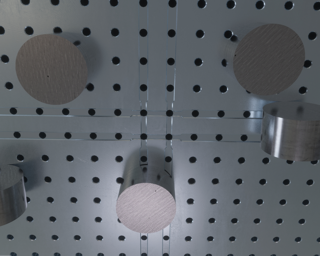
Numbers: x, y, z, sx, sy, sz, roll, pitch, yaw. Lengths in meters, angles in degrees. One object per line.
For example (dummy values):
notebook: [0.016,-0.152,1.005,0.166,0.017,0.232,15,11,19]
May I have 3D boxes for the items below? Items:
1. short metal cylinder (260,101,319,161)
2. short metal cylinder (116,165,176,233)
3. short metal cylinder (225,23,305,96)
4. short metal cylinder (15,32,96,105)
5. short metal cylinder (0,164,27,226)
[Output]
short metal cylinder: [0.168,0.001,0.386,0.080,0.080,0.050,-2,110,0]
short metal cylinder: [-0.019,0.099,0.436,0.081,0.050,0.079,0,110,0]
short metal cylinder: [0.122,-0.084,0.370,0.081,0.050,0.079,0,110,0]
short metal cylinder: [-0.122,-0.073,0.372,0.081,0.050,0.079,0,110,0]
short metal cylinder: [-0.224,0.089,0.415,0.081,0.080,0.050,2,110,-1]
